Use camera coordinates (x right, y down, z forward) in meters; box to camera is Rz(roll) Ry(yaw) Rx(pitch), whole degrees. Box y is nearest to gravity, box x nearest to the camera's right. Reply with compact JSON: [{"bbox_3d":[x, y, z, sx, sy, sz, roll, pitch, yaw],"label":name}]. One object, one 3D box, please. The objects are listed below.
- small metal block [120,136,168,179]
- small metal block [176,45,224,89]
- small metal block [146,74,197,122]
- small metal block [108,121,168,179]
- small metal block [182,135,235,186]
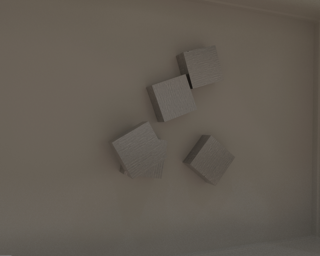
[{"bbox_3d":[-0.021,0.037,0.404,0.050,0.025,0.050,10,87,-20],"label":"small metal block"},{"bbox_3d":[0.056,-0.084,0.432,0.050,0.025,0.050,-17,96,-20],"label":"small metal block"},{"bbox_3d":[0.016,-0.040,0.417,0.050,0.025,0.050,-22,98,-19],"label":"small metal block"},{"bbox_3d":[-0.027,0.026,0.375,0.050,0.025,0.050,-31,100,-18],"label":"small metal block"},{"bbox_3d":[0.069,0.045,0.438,0.050,0.025,0.050,41,77,-16],"label":"small metal block"}]
